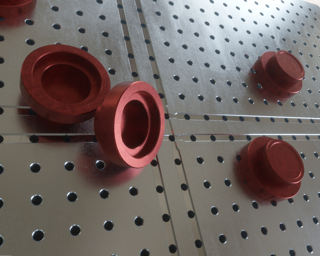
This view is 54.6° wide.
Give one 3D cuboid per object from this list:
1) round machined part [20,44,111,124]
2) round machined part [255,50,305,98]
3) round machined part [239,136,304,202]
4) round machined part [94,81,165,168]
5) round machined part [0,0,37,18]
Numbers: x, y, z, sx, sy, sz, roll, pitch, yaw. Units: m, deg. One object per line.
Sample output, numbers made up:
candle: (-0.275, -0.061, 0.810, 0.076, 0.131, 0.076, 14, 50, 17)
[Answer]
round machined part: (-0.112, -0.047, 0.366, 0.099, 0.042, 0.098, 13, 56, -21)
round machined part: (0.232, -0.108, 0.587, 0.099, 0.042, 0.098, 13, 56, -21)
round machined part: (0.170, 0.055, 0.454, 0.099, 0.042, 0.098, 13, 56, -21)
round machined part: (-0.038, -0.004, 0.358, 0.099, 0.042, 0.097, -9, 100, -58)
round machined part: (-0.210, -0.195, 0.403, 0.099, 0.042, 0.098, 14, 56, -21)
